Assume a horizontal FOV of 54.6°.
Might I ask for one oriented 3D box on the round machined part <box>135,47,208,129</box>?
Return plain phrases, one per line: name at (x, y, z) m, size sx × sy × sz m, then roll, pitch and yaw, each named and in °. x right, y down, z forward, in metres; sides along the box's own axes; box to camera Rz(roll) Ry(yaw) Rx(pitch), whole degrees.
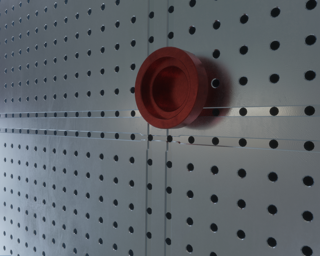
round machined part at (0.018, -0.047, 0.384) m, size 0.098 × 0.042 × 0.097 m, roll 0°, pitch 90°, yaw 40°
